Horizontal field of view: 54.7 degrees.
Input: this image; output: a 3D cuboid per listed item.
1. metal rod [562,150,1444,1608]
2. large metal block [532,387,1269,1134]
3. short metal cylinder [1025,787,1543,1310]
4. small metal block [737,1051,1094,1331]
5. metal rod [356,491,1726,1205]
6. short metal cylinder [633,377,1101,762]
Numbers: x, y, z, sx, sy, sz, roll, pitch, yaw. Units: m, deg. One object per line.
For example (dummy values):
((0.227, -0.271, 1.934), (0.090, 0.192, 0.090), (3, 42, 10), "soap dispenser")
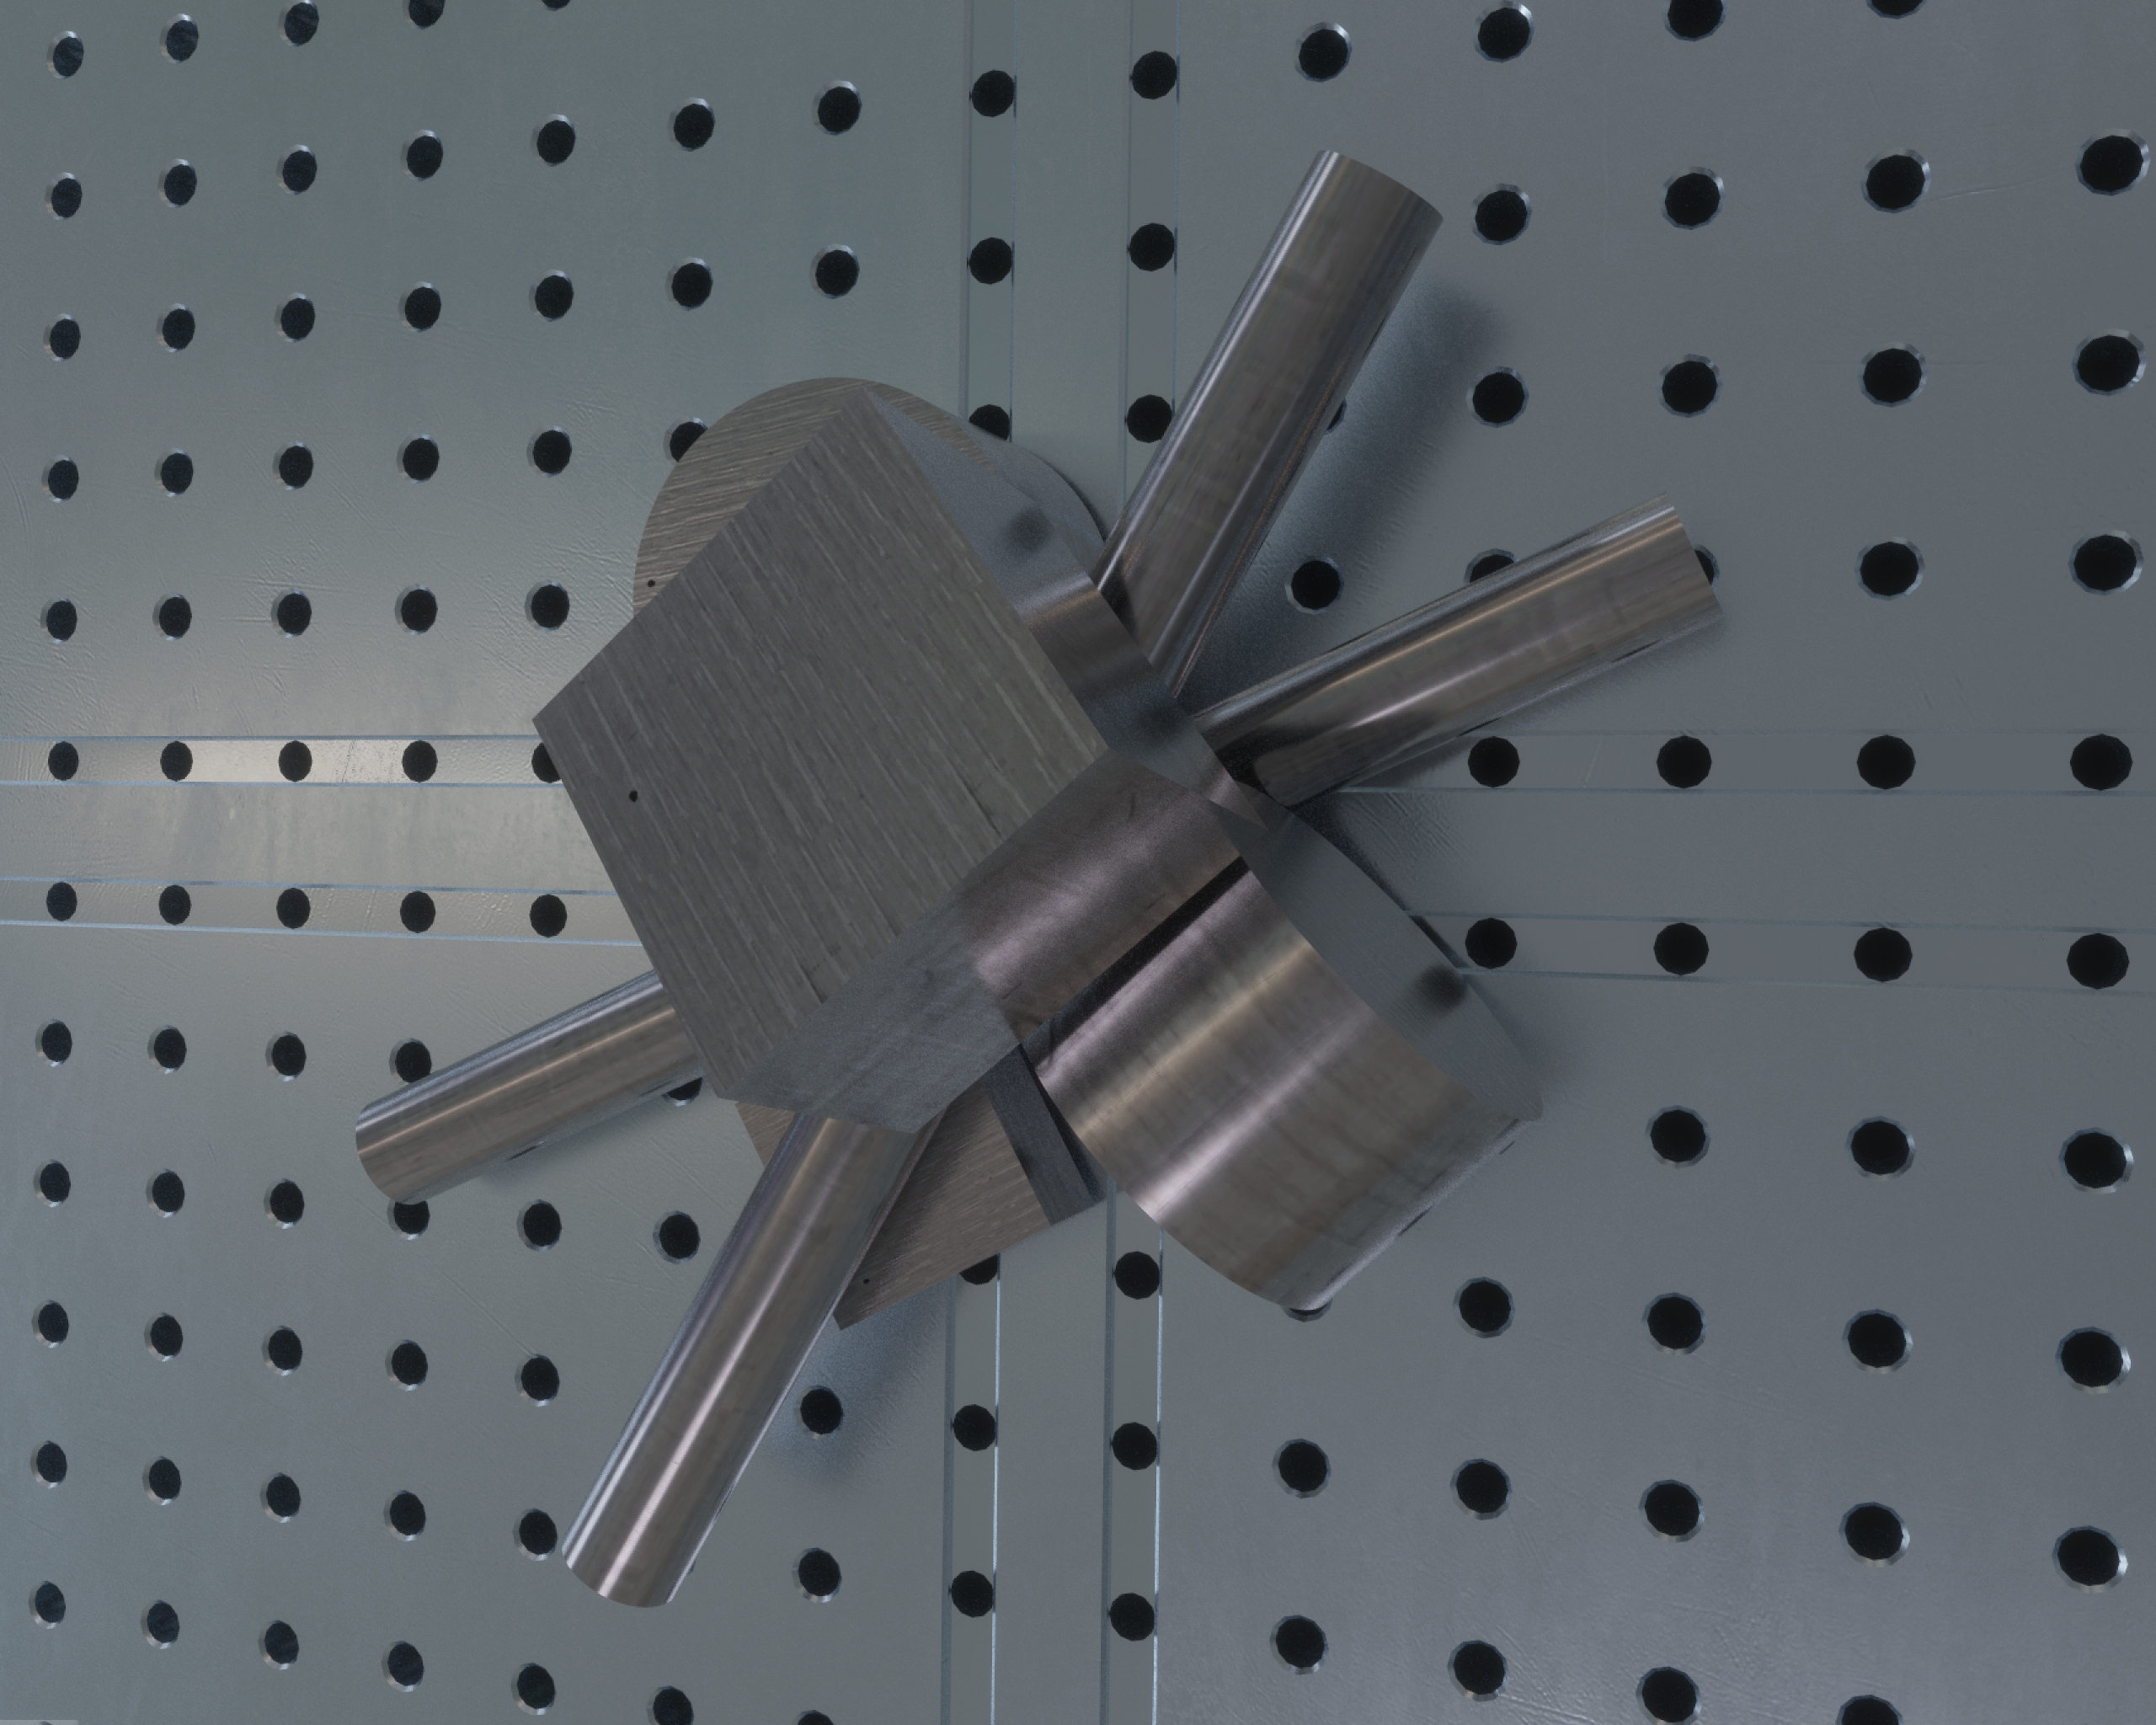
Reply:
((-0.019, 0.010, 0.389), (0.025, 0.025, 0.299), (32, 100, 17), "metal rod")
((-0.030, -0.014, 0.339), (0.080, 0.050, 0.080), (-42, 60, 16), "large metal block")
((0.035, 0.031, 0.367), (0.050, 0.080, 0.080), (-45, 76, 15), "short metal cylinder")
((-0.033, 0.059, 0.420), (0.050, 0.025, 0.050), (-29, 81, 17), "small metal block")
((-0.020, 0.005, 0.416), (0.300, 0.025, 0.025), (-25, 82, 18), "metal rod")
((-0.039, -0.050, 0.409), (0.080, 0.050, 0.079), (0, 90, 20), "short metal cylinder")
